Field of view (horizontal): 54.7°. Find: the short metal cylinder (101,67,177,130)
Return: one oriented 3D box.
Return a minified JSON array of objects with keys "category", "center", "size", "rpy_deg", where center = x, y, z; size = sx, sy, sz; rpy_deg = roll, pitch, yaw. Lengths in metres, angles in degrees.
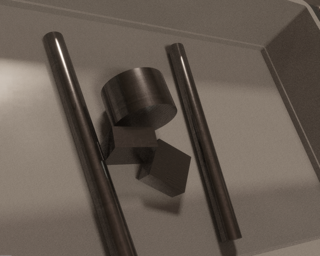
[{"category":"short metal cylinder","center":[-0.026,-0.029,0.376],"size":[0.081,0.080,0.050],"rpy_deg":[-8,66,-32]}]

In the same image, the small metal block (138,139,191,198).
[{"category":"small metal block","center":[0.007,0.049,0.376],"size":[0.050,0.025,0.050],"rpy_deg":[31,51,-20]}]

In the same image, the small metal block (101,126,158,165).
[{"category":"small metal block","center":[-0.037,0.021,0.358],"size":[0.050,0.050,0.025],"rpy_deg":[1,61,-28]}]

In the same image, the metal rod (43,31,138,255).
[{"category":"metal rod","center":[-0.084,0.013,0.353],"size":[0.025,0.025,0.299],"rpy_deg":[-10,67,-33]}]

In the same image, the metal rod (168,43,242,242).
[{"category":"metal rod","center":[0.056,0.003,0.435],"size":[0.025,0.025,0.299],"rpy_deg":[2,61,-28]}]
